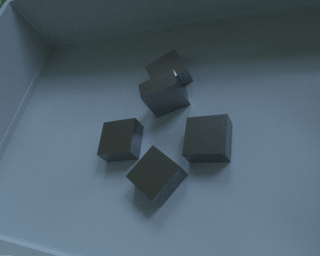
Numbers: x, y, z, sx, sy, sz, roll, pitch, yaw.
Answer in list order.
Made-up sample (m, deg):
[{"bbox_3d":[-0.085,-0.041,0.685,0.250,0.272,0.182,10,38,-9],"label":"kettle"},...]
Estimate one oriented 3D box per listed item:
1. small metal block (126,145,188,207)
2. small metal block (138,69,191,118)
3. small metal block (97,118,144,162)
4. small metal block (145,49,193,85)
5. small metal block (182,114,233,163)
[{"bbox_3d":[-0.004,0.057,0.372,0.050,0.025,0.050,-49,52,-7],"label":"small metal block"},{"bbox_3d":[0.007,-0.044,0.412,0.050,0.050,0.025,-22,54,15],"label":"small metal block"},{"bbox_3d":[-0.053,0.017,0.422,0.050,0.025,0.050,-8,58,24],"label":"small metal block"},{"bbox_3d":[0.013,-0.078,0.446,0.050,0.025,0.050,-30,52,9],"label":"small metal block"},{"bbox_3d":[0.057,0.013,0.367,0.050,0.025,0.050,-5,60,25],"label":"small metal block"}]
